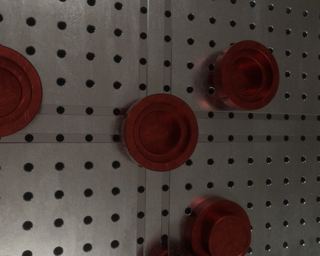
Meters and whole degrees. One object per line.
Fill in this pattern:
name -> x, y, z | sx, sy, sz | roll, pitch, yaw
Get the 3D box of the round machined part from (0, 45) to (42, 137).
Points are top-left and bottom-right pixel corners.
round machined part -> -0.181, -0.038, 0.337 | 0.099, 0.042, 0.097 | 0, 90, -21

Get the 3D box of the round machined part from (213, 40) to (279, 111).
round machined part -> 0.120, -0.073, 0.449 | 0.099, 0.042, 0.097 | 0, 90, -21

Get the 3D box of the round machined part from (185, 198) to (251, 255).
round machined part -> 0.089, 0.151, 0.438 | 0.099, 0.042, 0.097 | 0, 90, -21

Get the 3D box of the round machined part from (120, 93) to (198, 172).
round machined part -> -0.003, 0.006, 0.403 | 0.099, 0.042, 0.097 | 0, 90, -21
